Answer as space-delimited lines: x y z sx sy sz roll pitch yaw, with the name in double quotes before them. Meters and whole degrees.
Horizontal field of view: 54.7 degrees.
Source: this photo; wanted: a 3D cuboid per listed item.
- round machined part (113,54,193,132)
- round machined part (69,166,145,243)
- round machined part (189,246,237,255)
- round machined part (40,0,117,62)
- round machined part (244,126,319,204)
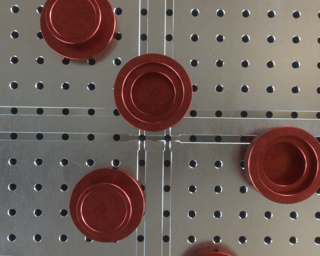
"round machined part" -0.009 -0.044 0.405 0.099 0.042 0.097 0 90 -1
"round machined part" -0.070 0.101 0.404 0.099 0.042 0.097 0 90 -1
"round machined part" 0.072 0.212 0.406 0.099 0.042 0.097 0 90 -1
"round machined part" -0.108 -0.138 0.403 0.099 0.042 0.097 0 90 -1
"round machined part" 0.159 0.046 0.407 0.099 0.042 0.097 0 90 -1
